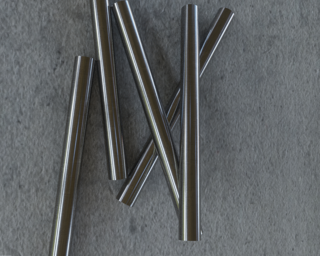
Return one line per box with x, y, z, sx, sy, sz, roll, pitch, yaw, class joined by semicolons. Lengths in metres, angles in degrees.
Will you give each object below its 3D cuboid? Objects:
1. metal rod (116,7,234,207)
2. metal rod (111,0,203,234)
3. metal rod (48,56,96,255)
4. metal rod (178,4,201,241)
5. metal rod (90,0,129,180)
0.025;-0.035;0.419;0.025;0.025;0.299;32;79;-18;metal rod
-0.004;-0.011;0.384;0.025;0.025;0.298;-17;89;-20;metal rod
-0.108;0.064;0.369;0.025;0.025;0.298;8;87;-20;metal rod
0.037;-0.019;0.385;0.025;0.025;0.299;8;73;-20;metal rod
-0.067;-0.085;0.384;0.025;0.025;0.298;-7;92;-20;metal rod
